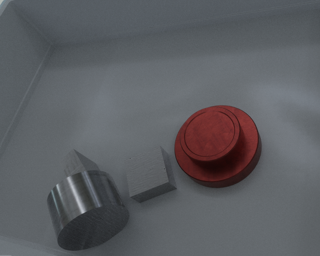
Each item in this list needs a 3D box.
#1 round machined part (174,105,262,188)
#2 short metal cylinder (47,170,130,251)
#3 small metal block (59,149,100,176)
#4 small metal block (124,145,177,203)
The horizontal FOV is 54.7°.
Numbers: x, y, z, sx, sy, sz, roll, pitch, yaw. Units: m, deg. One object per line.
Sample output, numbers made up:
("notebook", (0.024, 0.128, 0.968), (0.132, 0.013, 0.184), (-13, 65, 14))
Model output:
("round machined part", (0.062, 0.015, 0.353), (0.098, 0.042, 0.098), (-13, 56, 20))
("short metal cylinder", (-0.082, 0.094, 0.354), (0.080, 0.080, 0.050), (-37, 51, 3))
("small metal block", (-0.097, 0.061, 0.401), (0.025, 0.050, 0.050), (-42, 51, -1))
("small metal block", (-0.012, 0.056, 0.376), (0.050, 0.025, 0.050), (-24, 53, 13))
